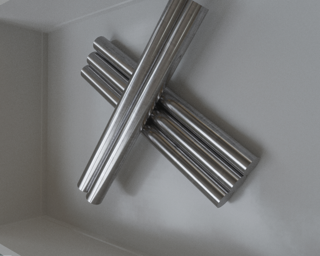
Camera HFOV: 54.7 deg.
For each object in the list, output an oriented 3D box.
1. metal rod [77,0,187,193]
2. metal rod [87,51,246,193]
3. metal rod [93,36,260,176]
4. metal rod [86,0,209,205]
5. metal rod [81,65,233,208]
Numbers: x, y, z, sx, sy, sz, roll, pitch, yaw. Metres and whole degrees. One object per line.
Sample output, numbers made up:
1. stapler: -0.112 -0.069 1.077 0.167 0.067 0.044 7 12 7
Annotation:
1. metal rod: -0.043 -0.031 0.408 0.025 0.025 0.298 45 117 31
2. metal rod: -0.010 -0.025 0.413 0.300 0.025 0.025 42 116 32
3. metal rod: 0.002 -0.045 0.404 0.300 0.025 0.025 42 116 31
4. metal rod: -0.027 -0.016 0.395 0.025 0.025 0.298 45 117 31
5. metal rod: -0.022 -0.006 0.423 0.300 0.025 0.025 42 116 32
